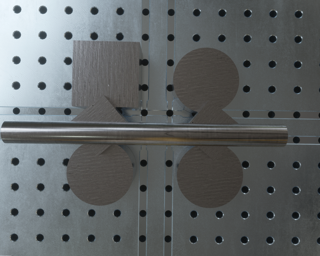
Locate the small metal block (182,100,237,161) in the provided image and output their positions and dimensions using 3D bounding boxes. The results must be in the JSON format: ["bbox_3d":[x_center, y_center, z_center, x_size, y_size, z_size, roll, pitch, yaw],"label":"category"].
[{"bbox_3d":[0.060,0.003,0.364,0.050,0.025,0.050,40,90,0],"label":"small metal block"}]

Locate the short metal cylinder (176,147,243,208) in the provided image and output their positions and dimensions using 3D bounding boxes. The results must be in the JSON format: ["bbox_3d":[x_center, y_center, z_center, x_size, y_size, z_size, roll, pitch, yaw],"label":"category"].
[{"bbox_3d":[0.061,0.057,0.401,0.081,0.050,0.080,0,90,0],"label":"short metal cylinder"}]

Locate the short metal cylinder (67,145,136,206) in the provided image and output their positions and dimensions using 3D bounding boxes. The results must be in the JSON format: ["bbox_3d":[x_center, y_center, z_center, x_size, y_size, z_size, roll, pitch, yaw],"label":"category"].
[{"bbox_3d":[-0.073,0.054,0.399,0.081,0.050,0.080,0,90,0],"label":"short metal cylinder"}]

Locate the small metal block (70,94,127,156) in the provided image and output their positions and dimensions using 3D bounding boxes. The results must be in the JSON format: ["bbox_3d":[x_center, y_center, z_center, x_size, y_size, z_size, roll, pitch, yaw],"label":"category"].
[{"bbox_3d":[-0.068,-0.003,0.363,0.050,0.025,0.050,-40,90,0],"label":"small metal block"}]

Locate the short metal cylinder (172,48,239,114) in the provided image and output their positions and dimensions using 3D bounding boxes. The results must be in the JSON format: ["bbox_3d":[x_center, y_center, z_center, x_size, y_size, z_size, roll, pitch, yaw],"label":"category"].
[{"bbox_3d":[0.056,-0.058,0.401,0.081,0.050,0.080,0,90,0],"label":"short metal cylinder"}]

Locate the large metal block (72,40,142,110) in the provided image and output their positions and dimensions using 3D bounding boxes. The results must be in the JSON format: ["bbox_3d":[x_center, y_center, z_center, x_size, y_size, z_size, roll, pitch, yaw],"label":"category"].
[{"bbox_3d":[-0.066,-0.066,0.400,0.081,0.050,0.080,1,90,0],"label":"large metal block"}]

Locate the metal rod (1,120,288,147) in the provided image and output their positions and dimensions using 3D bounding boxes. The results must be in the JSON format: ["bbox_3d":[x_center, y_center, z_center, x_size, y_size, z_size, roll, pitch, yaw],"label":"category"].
[{"bbox_3d":[-0.016,0.006,0.338,0.302,0.025,0.025,1,90,0],"label":"metal rod"}]
